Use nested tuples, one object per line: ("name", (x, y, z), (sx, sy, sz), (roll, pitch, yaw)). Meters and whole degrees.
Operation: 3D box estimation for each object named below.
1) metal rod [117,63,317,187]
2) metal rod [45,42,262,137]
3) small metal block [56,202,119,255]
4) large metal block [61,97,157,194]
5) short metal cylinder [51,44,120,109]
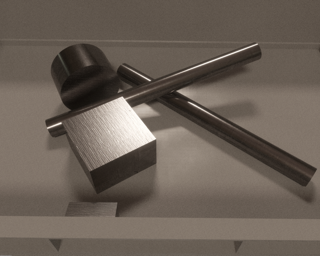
("metal rod", (0.058, -0.015, 0.418), (0.300, 0.025, 0.025), (32, 57, 24))
("metal rod", (-0.004, -0.054, 0.419), (0.302, 0.025, 0.025), (-21, 53, -6))
("small metal block", (-0.070, 0.102, 0.310), (0.050, 0.025, 0.050), (1, 34, 0))
("large metal block", (-0.060, 0.018, 0.373), (0.081, 0.050, 0.080), (-26, 55, -20))
("short metal cylinder", (-0.102, -0.067, 0.425), (0.081, 0.080, 0.050), (-21, 53, -17))
